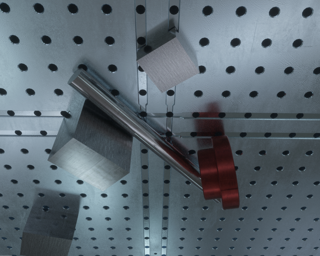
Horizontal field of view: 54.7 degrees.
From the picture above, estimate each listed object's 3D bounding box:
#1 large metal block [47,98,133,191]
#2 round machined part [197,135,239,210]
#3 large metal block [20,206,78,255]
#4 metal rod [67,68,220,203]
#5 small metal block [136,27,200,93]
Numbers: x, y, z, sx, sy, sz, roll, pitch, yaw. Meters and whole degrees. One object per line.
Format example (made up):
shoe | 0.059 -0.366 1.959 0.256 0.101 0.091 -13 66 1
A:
large metal block | -0.082 0.019 0.391 0.050 0.080 0.080 -37 121 27
round machined part | 0.076 0.060 0.416 0.042 0.098 0.098 -9 130 7
large metal block | -0.199 0.192 0.557 0.081 0.050 0.079 15 129 -13
metal rod | 0.000 0.025 0.433 0.025 0.025 0.300 -34 123 25
small metal block | 0.009 -0.075 0.348 0.050 0.025 0.050 -27 126 21
